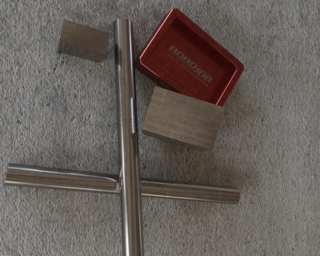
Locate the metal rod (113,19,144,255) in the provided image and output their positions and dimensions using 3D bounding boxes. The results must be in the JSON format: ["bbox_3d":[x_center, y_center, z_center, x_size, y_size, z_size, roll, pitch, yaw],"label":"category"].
[{"bbox_3d":[-0.039,0.015,0.375,0.025,0.025,0.298,-1,83,-20],"label":"metal rod"}]

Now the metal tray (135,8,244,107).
[{"bbox_3d":[0.042,-0.085,0.422,0.130,0.030,0.090,35,79,-17],"label":"metal tray"}]

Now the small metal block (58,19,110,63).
[{"bbox_3d":[-0.090,-0.100,0.363,0.050,0.050,0.025,12,86,-20],"label":"small metal block"}]

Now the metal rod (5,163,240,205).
[{"bbox_3d":[-0.031,0.075,0.398,0.302,0.025,0.025,10,87,-20],"label":"metal rod"}]

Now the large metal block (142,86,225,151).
[{"bbox_3d":[0.024,-0.007,0.378,0.080,0.080,0.050,17,84,-1],"label":"large metal block"}]
